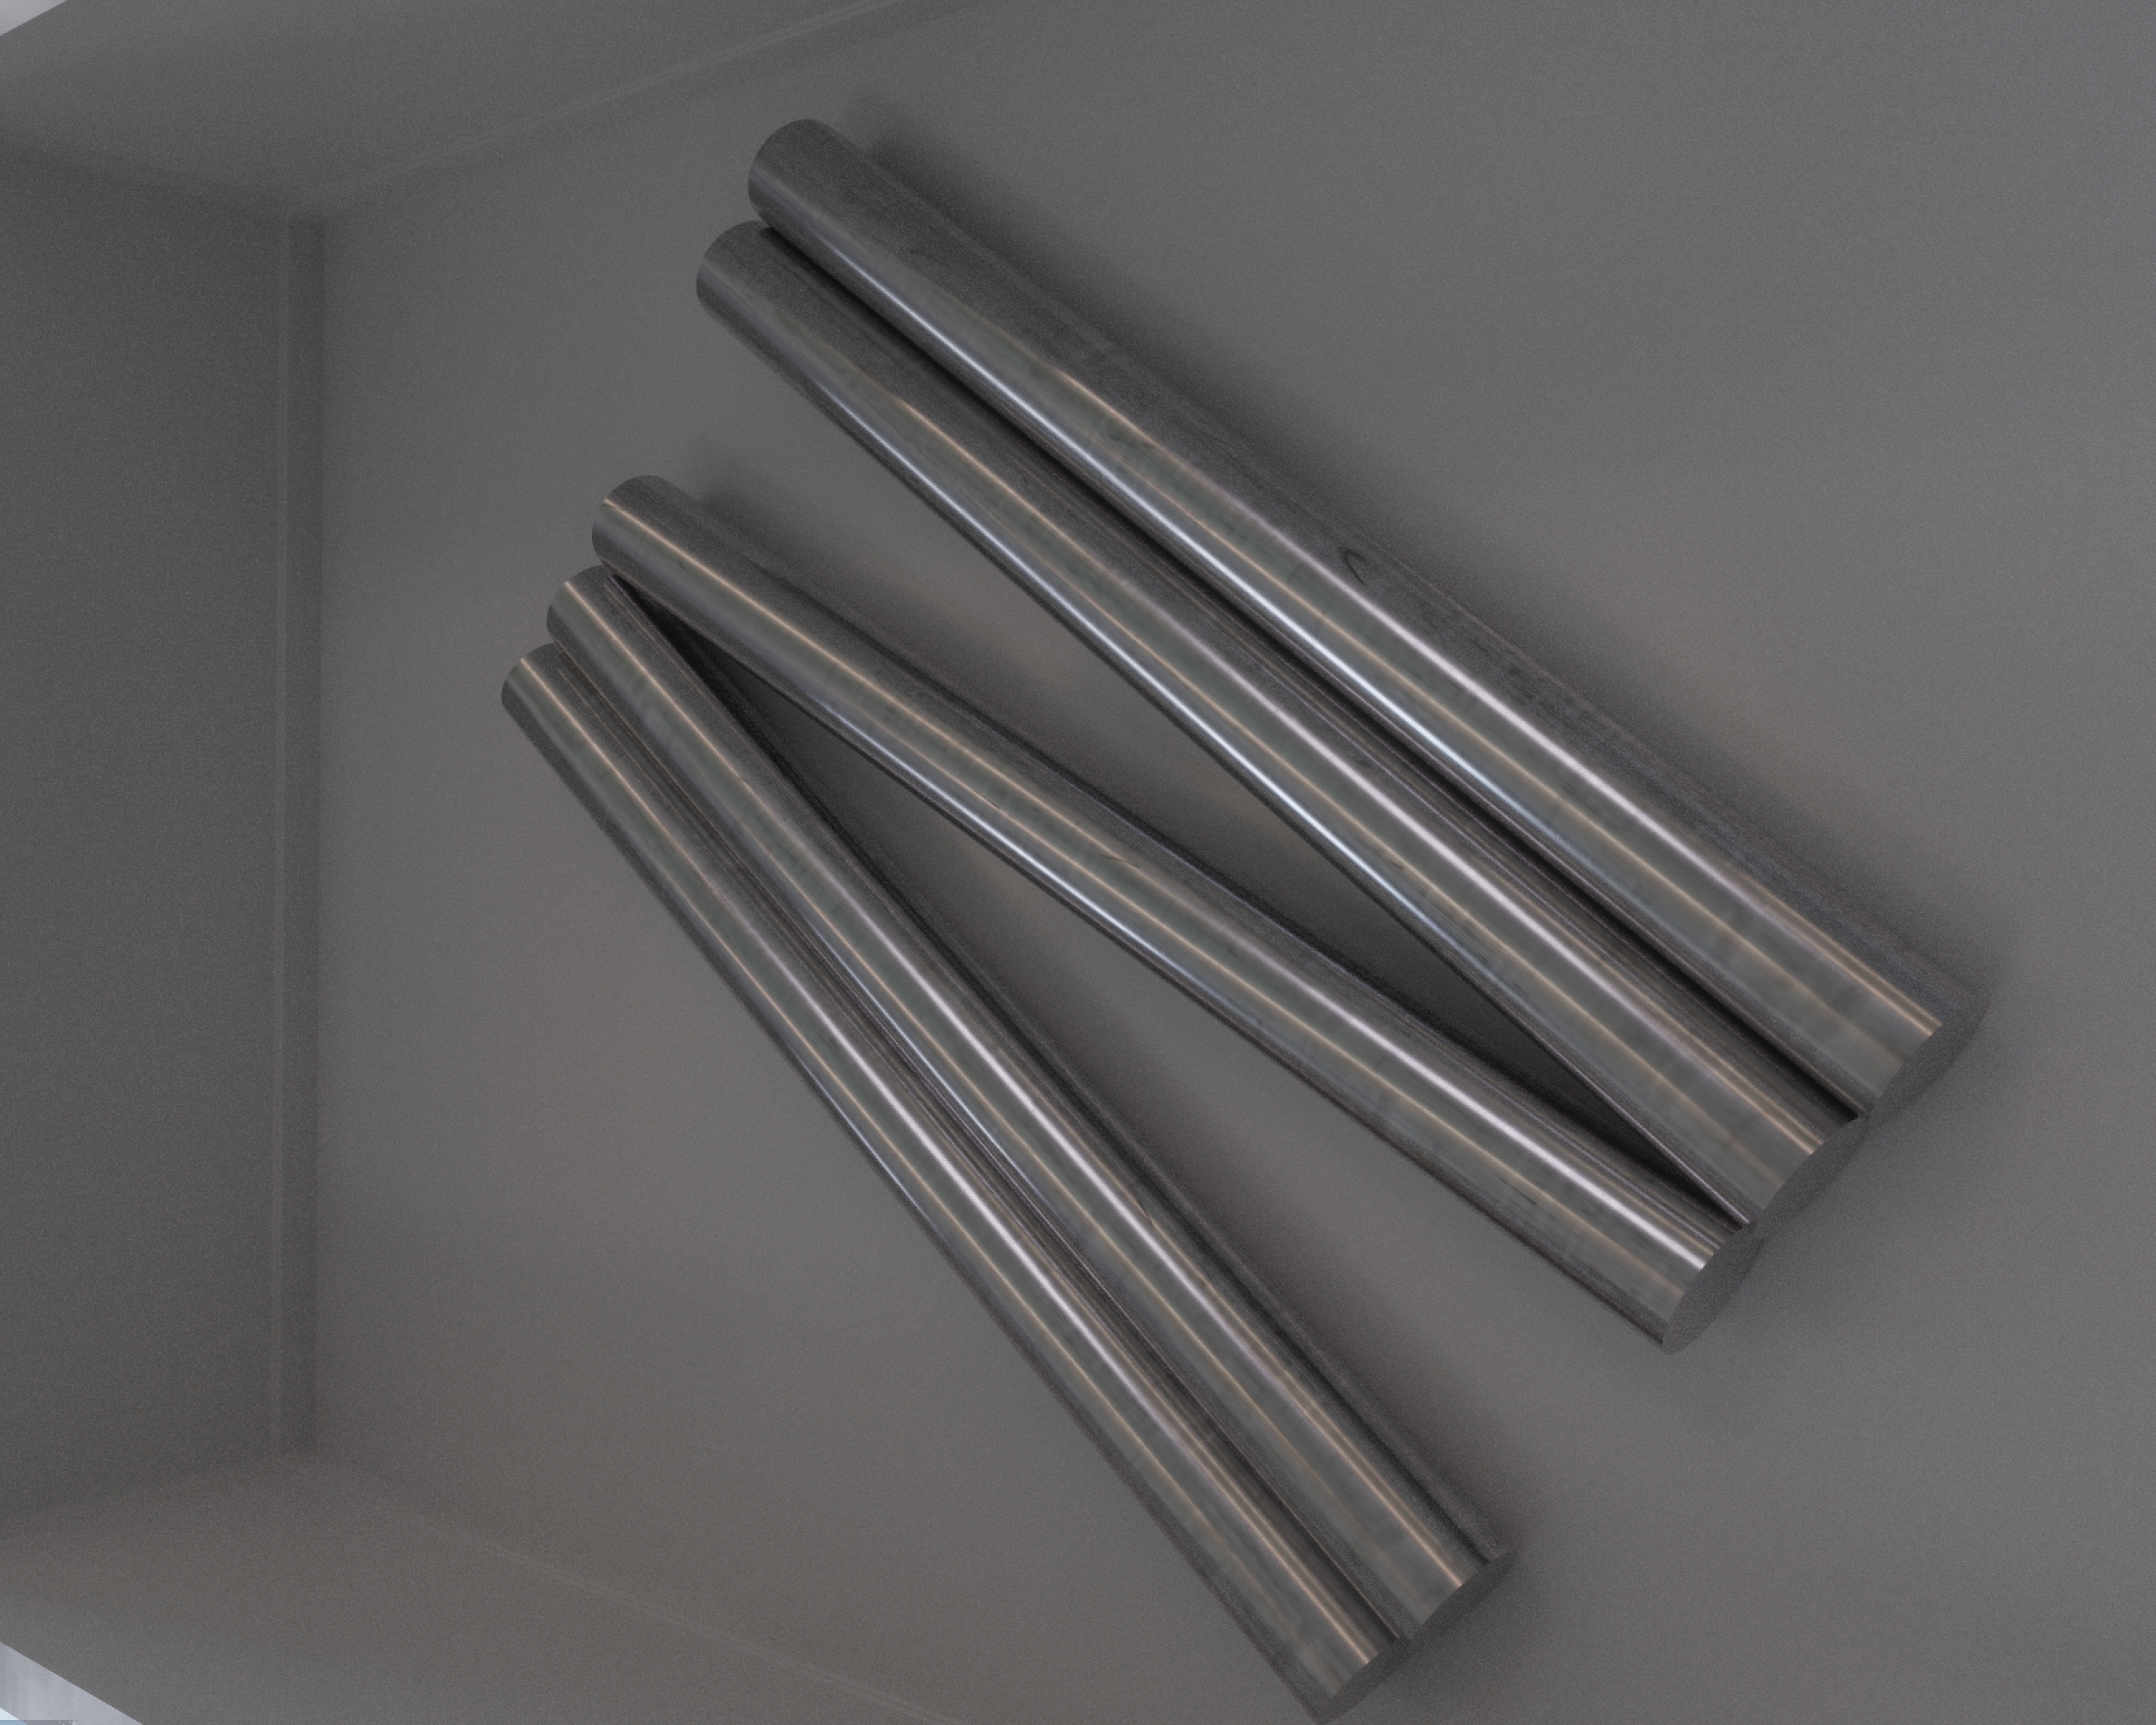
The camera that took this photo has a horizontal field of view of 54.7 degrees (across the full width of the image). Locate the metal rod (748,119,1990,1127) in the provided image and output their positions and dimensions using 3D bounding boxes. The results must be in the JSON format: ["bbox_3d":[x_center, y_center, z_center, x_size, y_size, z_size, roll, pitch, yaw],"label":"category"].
[{"bbox_3d":[0.031,-0.061,0.380,0.300,0.025,0.025,44,117,31],"label":"metal rod"}]

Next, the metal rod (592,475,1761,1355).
[{"bbox_3d":[-0.002,-0.007,0.407,0.300,0.025,0.025,36,112,34],"label":"metal rod"}]

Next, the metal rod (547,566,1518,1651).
[{"bbox_3d":[-0.026,0.032,0.427,0.300,0.025,0.025,46,117,30],"label":"metal rod"}]

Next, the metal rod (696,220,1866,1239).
[{"bbox_3d":[0.018,-0.042,0.390,0.300,0.025,0.025,44,117,31],"label":"metal rod"}]

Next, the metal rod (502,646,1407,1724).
[{"bbox_3d":[-0.040,0.049,0.438,0.300,0.025,0.025,46,117,30],"label":"metal rod"}]
